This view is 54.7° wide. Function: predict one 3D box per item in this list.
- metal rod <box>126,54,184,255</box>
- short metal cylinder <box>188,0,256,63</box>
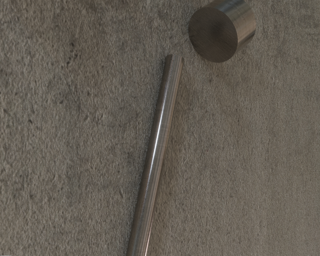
[{"bbox_3d":[-0.008,0.050,0.397,0.025,0.025,0.299,19,78,-39],"label":"metal rod"},{"bbox_3d":[0.088,-0.141,0.442,0.050,0.080,0.080,-41,115,-32],"label":"short metal cylinder"}]
